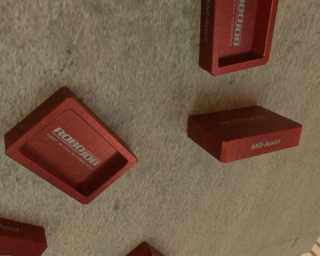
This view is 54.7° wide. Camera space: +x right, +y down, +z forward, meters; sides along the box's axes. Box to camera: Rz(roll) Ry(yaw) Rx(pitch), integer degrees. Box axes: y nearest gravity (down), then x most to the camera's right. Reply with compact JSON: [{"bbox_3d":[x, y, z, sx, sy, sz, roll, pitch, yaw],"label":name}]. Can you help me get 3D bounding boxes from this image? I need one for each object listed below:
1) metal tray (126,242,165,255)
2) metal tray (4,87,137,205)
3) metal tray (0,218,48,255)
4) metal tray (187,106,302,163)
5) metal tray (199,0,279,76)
[{"bbox_3d":[-0.050,0.268,0.543,0.130,0.030,0.090,-39,130,-2],"label":"metal tray"},{"bbox_3d":[-0.099,0.026,0.366,0.090,0.030,0.130,-41,130,-1],"label":"metal tray"},{"bbox_3d":[-0.220,0.152,0.378,0.130,0.030,0.090,31,101,-39],"label":"metal tray"},{"bbox_3d":[0.115,0.004,0.430,0.131,0.090,0.030,-9,116,-24],"label":"metal tray"},{"bbox_3d":[0.096,-0.135,0.373,0.091,0.030,0.129,-16,125,-20],"label":"metal tray"}]
